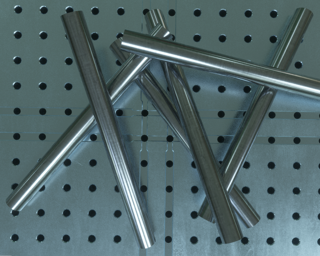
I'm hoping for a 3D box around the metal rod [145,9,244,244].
[{"bbox_3d":[0.037,-0.012,0.382,0.025,0.025,0.299,-18,78,0],"label":"metal rod"}]

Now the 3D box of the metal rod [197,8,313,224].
[{"bbox_3d":[0.125,-0.020,0.398,0.025,0.025,0.299,27,84,0],"label":"metal rod"}]

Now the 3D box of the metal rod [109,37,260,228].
[{"bbox_3d":[0.033,0.006,0.413,0.025,0.025,0.300,-37,90,0],"label":"metal rod"}]

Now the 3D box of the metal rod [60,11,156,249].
[{"bbox_3d":[-0.057,0.014,0.377,0.025,0.025,0.299,-16,104,0],"label":"metal rod"}]

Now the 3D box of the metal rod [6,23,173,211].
[{"bbox_3d":[-0.093,-0.009,0.395,0.025,0.025,0.300,42,97,0],"label":"metal rod"}]

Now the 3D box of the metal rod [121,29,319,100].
[{"bbox_3d":[0.104,-0.068,0.371,0.302,0.025,0.025,12,90,-8],"label":"metal rod"}]
